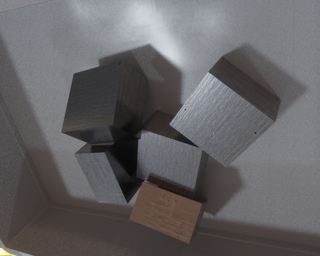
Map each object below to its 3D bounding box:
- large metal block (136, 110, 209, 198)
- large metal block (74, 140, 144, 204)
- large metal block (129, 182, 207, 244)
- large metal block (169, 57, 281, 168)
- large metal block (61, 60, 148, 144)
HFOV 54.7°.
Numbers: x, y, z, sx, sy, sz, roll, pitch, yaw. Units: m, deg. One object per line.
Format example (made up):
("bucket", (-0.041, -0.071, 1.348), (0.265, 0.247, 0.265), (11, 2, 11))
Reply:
("large metal block", (0.018, 0.033, 0.401), (0.080, 0.050, 0.079), (18, 125, 17))
("large metal block", (-0.059, 0.047, 0.430), (0.050, 0.080, 0.080), (-6, 116, 30))
("large metal block", (0.015, 0.112, 0.423), (0.080, 0.080, 0.050), (17, 83, 16))
("large metal block", (0.071, -0.017, 0.342), (0.080, 0.050, 0.080), (37, 129, 2))
("large metal block", (-0.066, -0.028, 0.380), (0.080, 0.080, 0.050), (-7, 157, 32))
